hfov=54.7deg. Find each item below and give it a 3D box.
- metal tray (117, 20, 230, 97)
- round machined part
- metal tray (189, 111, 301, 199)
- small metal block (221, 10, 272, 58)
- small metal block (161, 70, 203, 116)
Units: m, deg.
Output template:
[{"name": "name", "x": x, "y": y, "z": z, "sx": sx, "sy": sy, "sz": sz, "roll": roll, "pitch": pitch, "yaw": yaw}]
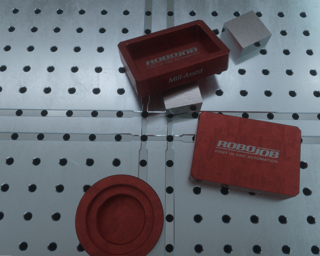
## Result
[{"name": "metal tray", "x": 0.017, "y": -0.099, "z": 0.426, "sx": 0.131, "sy": 0.030, "sz": 0.090, "roll": -19, "pitch": 51, "yaw": -10}, {"name": "round machined part", "x": -0.045, "y": 0.107, "z": 0.363, "sx": 0.099, "sy": 0.042, "sz": 0.098, "roll": 0, "pitch": 70, "yaw": 0}, {"name": "metal tray", "x": 0.108, "y": 0.034, "z": 0.397, "sx": 0.131, "sy": 0.030, "sz": 0.090, "roll": 10, "pitch": 70, "yaw": 3}, {"name": "small metal block", "x": 0.129, "y": -0.141, "z": 0.464, "sx": 0.050, "sy": 0.025, "sz": 0.050, "roll": -27, "pitch": 72, "yaw": -10}, {"name": "small metal block", "x": 0.027, "y": -0.048, "z": 0.429, "sx": 0.050, "sy": 0.025, "sz": 0.050, "roll": -11, "pitch": 70, "yaw": -4}]
